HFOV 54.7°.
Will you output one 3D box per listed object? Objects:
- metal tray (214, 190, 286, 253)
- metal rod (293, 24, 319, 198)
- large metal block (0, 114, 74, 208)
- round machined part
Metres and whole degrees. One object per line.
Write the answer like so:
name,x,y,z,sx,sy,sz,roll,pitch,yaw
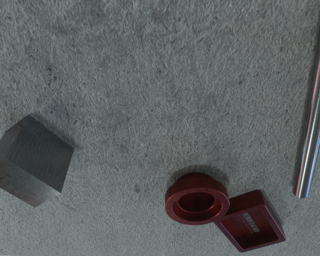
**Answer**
metal tray,0.158,0.169,0.549,0.090,0.030,0.130,-24,126,19
metal rod,0.200,-0.010,0.401,0.025,0.025,0.298,-8,130,6
large metal block,-0.168,0.043,0.406,0.050,0.080,0.080,-30,124,23
round machined part,0.057,0.108,0.489,0.099,0.042,0.097,0,130,0
